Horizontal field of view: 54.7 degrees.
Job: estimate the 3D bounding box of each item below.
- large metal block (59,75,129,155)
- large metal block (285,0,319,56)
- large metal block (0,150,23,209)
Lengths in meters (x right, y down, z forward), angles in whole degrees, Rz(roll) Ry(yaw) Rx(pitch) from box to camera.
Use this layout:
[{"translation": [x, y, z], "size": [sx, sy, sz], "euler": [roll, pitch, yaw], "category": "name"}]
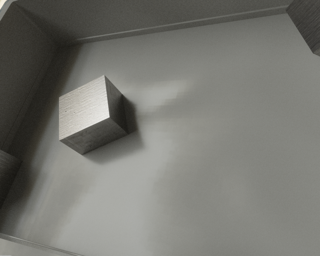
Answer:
[{"translation": [-0.098, -0.018, 0.453], "size": [0.080, 0.050, 0.080], "euler": [-24, 53, 14], "category": "large metal block"}, {"translation": [0.200, -0.130, 0.340], "size": [0.080, 0.050, 0.080], "euler": [-50, 39, 42], "category": "large metal block"}, {"translation": [-0.273, 0.070, 0.471], "size": [0.050, 0.080, 0.080], "euler": [1, 62, 29], "category": "large metal block"}]
